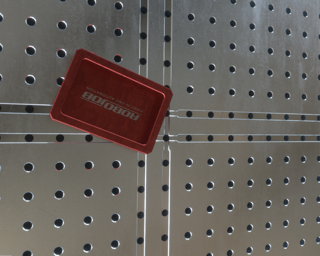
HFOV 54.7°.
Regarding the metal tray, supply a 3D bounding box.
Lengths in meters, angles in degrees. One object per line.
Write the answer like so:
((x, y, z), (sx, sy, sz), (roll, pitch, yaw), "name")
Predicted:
((-0.059, -0.030, 0.388), (0.131, 0.030, 0.090), (23, 82, -19), "metal tray")
